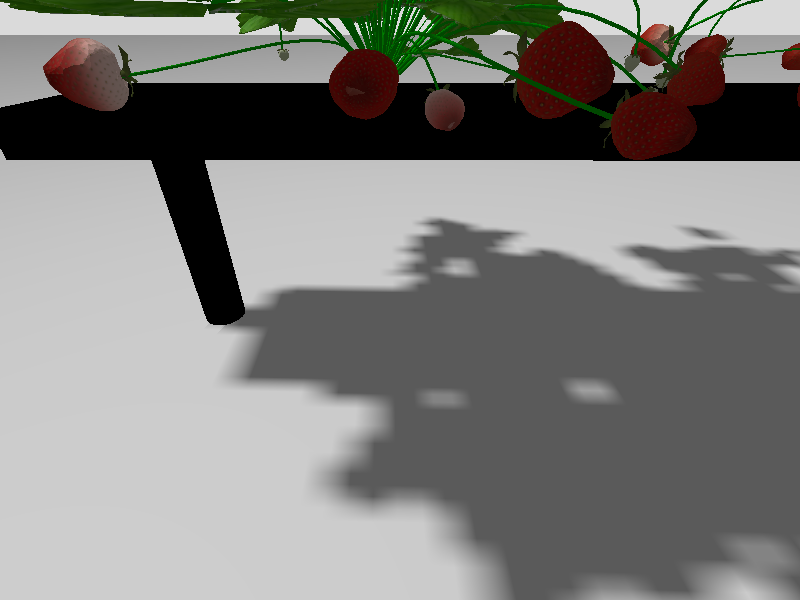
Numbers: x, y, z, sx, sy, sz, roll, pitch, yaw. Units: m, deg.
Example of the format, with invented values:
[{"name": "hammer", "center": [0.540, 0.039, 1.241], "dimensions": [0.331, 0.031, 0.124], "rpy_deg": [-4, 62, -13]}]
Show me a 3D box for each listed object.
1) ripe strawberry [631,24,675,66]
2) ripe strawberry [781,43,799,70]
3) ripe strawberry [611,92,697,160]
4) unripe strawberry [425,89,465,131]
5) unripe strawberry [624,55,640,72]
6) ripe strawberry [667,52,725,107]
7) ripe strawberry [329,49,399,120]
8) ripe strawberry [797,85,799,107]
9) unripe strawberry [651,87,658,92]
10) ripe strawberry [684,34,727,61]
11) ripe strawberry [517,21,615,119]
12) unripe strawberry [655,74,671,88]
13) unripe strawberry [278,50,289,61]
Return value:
[{"name": "ripe strawberry", "center": [0.312, -0.315, 0.498], "dimensions": [0.042, 0.044, 0.046], "rpy_deg": [-16, 23, -22]}, {"name": "ripe strawberry", "center": [0.433, -0.266, 0.435], "dimensions": [0.032, 0.027, 0.032], "rpy_deg": [0, 34, 0]}, {"name": "ripe strawberry", "center": [0.093, -0.063, 0.147], "dimensions": [0.027, 0.023, 0.027], "rpy_deg": [-18, 39, -24]}, {"name": "unripe strawberry", "center": [0.022, -0.091, 0.193], "dimensions": [0.020, 0.020, 0.017], "rpy_deg": [-8, -27, -12]}, {"name": "unripe strawberry", "center": [0.182, -0.186, 0.315], "dimensions": [0.011, 0.011, 0.011], "rpy_deg": [-2, 35, -3]}, {"name": "ripe strawberry", "center": [0.185, -0.134, 0.248], "dimensions": [0.032, 0.031, 0.029], "rpy_deg": [29, 39, 2]}, {"name": "ripe strawberry", "center": [-0.019, -0.110, 0.207], "dimensions": [0.037, 0.033, 0.033], "rpy_deg": [1, 35, 2]}, {"name": "ripe strawberry", "center": [0.229, -0.113, 0.213], "dimensions": [0.030, 0.031, 0.027], "rpy_deg": [-17, 38, -22]}, {"name": "unripe strawberry", "center": [0.151, -0.122, 0.243], "dimensions": [0.012, 0.011, 0.010], "rpy_deg": [-30, 13, 41]}, {"name": "ripe strawberry", "center": [0.307, -0.247, 0.404], "dimensions": [0.033, 0.034, 0.030], "rpy_deg": [28, 44, 35]}, {"name": "ripe strawberry", "center": [0.091, -0.123, 0.218], "dimensions": [0.048, 0.047, 0.045], "rpy_deg": [29, 44, 34]}, {"name": "unripe strawberry", "center": [0.194, -0.162, 0.296], "dimensions": [0.010, 0.010, 0.009], "rpy_deg": [-2, 35, -3]}, {"name": "unripe strawberry", "center": [-0.130, -0.274, 0.449], "dimensions": [0.011, 0.010, 0.010], "rpy_deg": [-21, 40, -27]}]
